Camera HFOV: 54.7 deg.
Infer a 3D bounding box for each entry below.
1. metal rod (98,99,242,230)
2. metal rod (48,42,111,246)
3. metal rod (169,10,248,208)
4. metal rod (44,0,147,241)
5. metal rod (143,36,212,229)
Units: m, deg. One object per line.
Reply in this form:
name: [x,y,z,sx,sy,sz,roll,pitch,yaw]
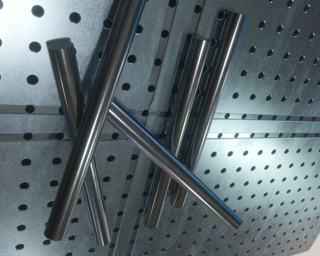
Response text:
metal rod: [0.026,0.061,0.429,0.025,0.025,0.300,-44,119,2]
metal rod: [-0.092,0.043,0.388,0.025,0.025,0.298,-16,125,-20]
metal rod: [0.061,-0.010,0.440,0.025,0.025,0.298,0,119,-29]
metal rod: [-0.071,-0.013,0.336,0.025,0.025,0.298,14,102,-34]
metal rod: [0.018,0.023,0.436,0.025,0.025,0.298,-1,119,-29]
